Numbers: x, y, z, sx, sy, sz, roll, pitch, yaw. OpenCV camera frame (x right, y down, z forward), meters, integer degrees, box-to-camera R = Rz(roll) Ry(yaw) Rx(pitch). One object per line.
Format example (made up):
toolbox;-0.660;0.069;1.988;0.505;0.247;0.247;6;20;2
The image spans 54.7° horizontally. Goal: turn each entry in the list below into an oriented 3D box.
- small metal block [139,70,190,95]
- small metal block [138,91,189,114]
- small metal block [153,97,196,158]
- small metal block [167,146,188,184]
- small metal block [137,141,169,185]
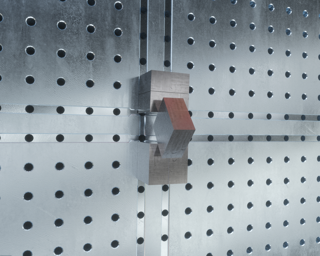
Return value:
small metal block;0.004;-0.056;0.401;0.050;0.050;0.025;2;90;-20
small metal block;0.003;-0.031;0.401;0.050;0.050;0.025;2;90;-20
small metal block;0.015;0.000;0.362;0.025;0.050;0.050;1;48;-20
small metal block;0.014;0.044;0.404;0.025;0.050;0.050;2;90;-20
small metal block;-0.010;0.043;0.396;0.025;0.050;0.050;2;90;-20
